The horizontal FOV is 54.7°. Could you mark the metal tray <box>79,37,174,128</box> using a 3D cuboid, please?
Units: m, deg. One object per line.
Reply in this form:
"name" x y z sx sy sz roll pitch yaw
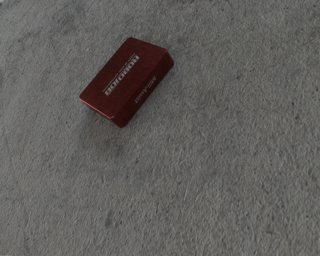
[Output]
"metal tray" -0.052 -0.073 0.473 0.090 0.030 0.130 30 78 37
